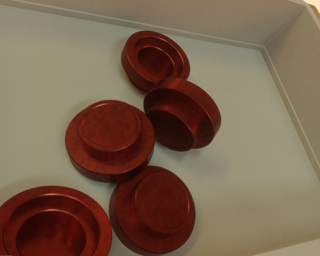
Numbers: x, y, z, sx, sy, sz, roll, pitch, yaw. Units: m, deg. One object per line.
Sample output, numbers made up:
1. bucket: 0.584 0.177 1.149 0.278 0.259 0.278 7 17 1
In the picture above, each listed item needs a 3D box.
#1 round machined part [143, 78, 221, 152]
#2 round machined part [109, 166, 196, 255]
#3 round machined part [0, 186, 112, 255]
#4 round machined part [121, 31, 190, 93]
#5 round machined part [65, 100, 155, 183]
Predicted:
1. round machined part: 0.021 -0.009 0.377 0.098 0.098 0.042 39 56 -2
2. round machined part: -0.003 0.087 0.342 0.099 0.042 0.098 14 56 -21
3. round machined part: -0.095 0.101 0.269 0.099 0.042 0.098 16 33 -11
4. round machined part: -0.009 -0.088 0.445 0.099 0.042 0.098 14 56 -21
5. round machined part: -0.054 0.007 0.342 0.099 0.042 0.098 3 54 -4
